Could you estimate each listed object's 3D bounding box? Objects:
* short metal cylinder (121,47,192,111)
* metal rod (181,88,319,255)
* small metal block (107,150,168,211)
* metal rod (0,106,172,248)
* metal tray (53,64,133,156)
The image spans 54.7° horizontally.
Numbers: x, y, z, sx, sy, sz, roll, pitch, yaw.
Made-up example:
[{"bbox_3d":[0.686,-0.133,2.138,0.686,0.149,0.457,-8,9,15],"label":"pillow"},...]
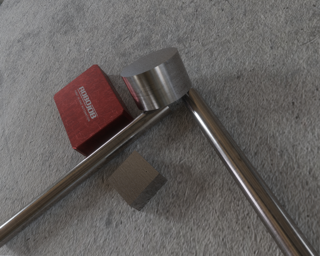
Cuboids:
[{"bbox_3d":[-0.005,-0.066,0.410,0.080,0.050,0.080,-21,26,11],"label":"short metal cylinder"},{"bbox_3d":[0.096,0.060,0.316,0.025,0.025,0.300,-34,51,6],"label":"metal rod"},{"bbox_3d":[-0.028,0.064,0.379,0.050,0.025,0.050,-47,51,-5],"label":"small metal block"},{"bbox_3d":[-0.109,0.062,0.422,0.300,0.025,0.025,-38,51,2],"label":"metal rod"},{"bbox_3d":[-0.105,-0.031,0.475,0.090,0.030,0.130,-37,51,3],"label":"metal tray"}]
